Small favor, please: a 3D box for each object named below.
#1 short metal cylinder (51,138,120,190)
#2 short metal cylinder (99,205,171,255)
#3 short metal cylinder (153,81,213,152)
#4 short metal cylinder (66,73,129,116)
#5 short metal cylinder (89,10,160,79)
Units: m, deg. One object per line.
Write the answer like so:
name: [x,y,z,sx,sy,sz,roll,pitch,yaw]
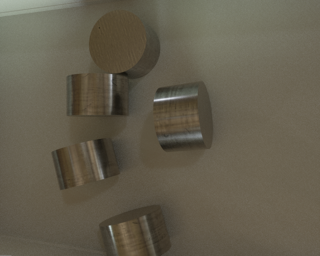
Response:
short metal cylinder: [-0.099,0.048,0.415,0.080,0.080,0.050,-17,85,19]
short metal cylinder: [-0.031,0.135,0.391,0.080,0.080,0.050,-18,84,19]
short metal cylinder: [0.030,-0.013,0.370,0.050,0.080,0.080,-6,88,20]
short metal cylinder: [-0.082,-0.041,0.409,0.080,0.080,0.050,0,90,19]
short metal cylinder: [-0.046,-0.109,0.412,0.080,0.050,0.079,0,90,19]
